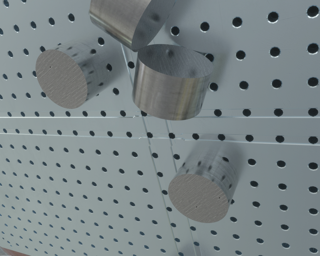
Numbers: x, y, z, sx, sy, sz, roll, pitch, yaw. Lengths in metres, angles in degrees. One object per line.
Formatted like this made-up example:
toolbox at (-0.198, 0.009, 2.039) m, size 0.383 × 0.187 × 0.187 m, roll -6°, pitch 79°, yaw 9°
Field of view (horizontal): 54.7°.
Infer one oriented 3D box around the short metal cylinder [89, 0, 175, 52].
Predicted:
short metal cylinder at (-0.025, -0.125, 0.312) m, size 0.050 × 0.080 × 0.079 m, roll 35°, pitch 129°, yaw 5°

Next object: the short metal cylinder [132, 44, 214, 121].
short metal cylinder at (0.012, -0.052, 0.337) m, size 0.080 × 0.080 × 0.050 m, roll 23°, pitch 127°, yaw 14°

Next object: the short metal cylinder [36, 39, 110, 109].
short metal cylinder at (-0.115, -0.072, 0.411) m, size 0.080 × 0.050 × 0.079 m, roll 13°, pitch 124°, yaw 21°

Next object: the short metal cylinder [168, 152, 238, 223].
short metal cylinder at (0.058, 0.079, 0.413) m, size 0.080 × 0.050 × 0.079 m, roll 13°, pitch 124°, yaw 21°
